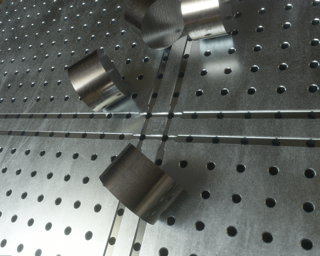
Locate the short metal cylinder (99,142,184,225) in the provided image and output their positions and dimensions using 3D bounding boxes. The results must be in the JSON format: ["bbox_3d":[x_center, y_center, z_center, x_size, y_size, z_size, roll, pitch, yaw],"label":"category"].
[{"bbox_3d":[-0.020,0.061,0.345,0.050,0.080,0.080,-49,52,-6],"label":"short metal cylinder"}]

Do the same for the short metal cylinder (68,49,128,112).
[{"bbox_3d":[-0.091,-0.070,0.462,0.050,0.080,0.080,-30,52,9],"label":"short metal cylinder"}]

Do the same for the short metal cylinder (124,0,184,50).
[{"bbox_3d":[-0.007,-0.169,0.479,0.080,0.080,0.050,-43,51,-2],"label":"short metal cylinder"}]

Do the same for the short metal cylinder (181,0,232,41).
[{"bbox_3d":[0.068,-0.169,0.440,0.050,0.080,0.080,-4,60,26],"label":"short metal cylinder"}]
